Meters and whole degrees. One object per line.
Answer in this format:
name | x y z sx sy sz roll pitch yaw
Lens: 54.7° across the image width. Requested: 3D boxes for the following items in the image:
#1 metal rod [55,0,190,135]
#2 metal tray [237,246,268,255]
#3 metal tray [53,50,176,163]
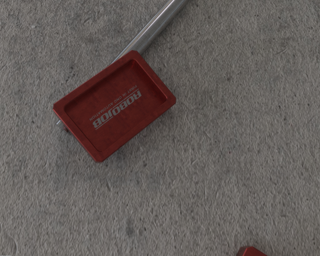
metal rod | -0.039 -0.111 0.448 0.025 0.025 0.300 35 73 11
metal tray | 0.129 0.201 0.332 0.130 0.030 0.090 31 73 10
metal tray | -0.056 -0.028 0.399 0.131 0.030 0.090 -39 90 -17
